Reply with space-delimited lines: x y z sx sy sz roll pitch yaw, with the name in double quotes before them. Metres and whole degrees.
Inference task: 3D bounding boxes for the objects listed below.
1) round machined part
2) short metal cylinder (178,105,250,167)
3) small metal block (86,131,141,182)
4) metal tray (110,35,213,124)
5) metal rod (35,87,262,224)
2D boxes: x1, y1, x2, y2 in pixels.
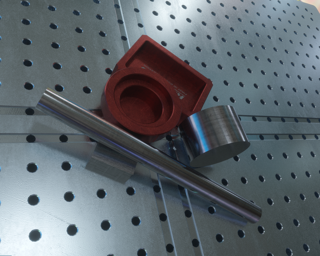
"round machined part" -0.026 -0.025 0.389 0.099 0.042 0.098 12 57 -19
"short metal cylinder" 0.069 0.012 0.403 0.081 0.080 0.050 -4 64 -30
"small metal block" -0.052 0.028 0.364 0.050 0.025 0.050 25 53 -13
"metal tray" 0.006 -0.068 0.450 0.130 0.030 0.090 34 51 -6
"metal rod" 0.004 0.042 0.360 0.301 0.025 0.025 31 51 -20
